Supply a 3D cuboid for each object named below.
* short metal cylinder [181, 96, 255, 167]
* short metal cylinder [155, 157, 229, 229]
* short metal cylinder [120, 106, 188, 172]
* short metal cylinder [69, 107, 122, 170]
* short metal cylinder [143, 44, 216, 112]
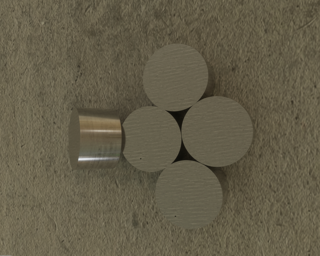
[{"bbox_3d":[0.071,0.004,0.372,0.080,0.050,0.080,0,90,20],"label":"short metal cylinder"},{"bbox_3d":[0.041,0.077,0.382,0.080,0.050,0.080,0,90,20],"label":"short metal cylinder"},{"bbox_3d":[-0.004,0.013,0.398,0.080,0.050,0.080,0,90,20],"label":"short metal cylinder"},{"bbox_3d":[-0.087,0.014,0.406,0.080,0.050,0.080,-6,83,64],"label":"short metal cylinder"},{"bbox_3d":[0.026,-0.060,0.388,0.080,0.050,0.080,0,90,20],"label":"short metal cylinder"}]
